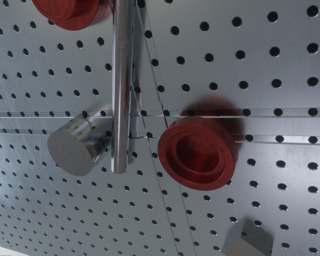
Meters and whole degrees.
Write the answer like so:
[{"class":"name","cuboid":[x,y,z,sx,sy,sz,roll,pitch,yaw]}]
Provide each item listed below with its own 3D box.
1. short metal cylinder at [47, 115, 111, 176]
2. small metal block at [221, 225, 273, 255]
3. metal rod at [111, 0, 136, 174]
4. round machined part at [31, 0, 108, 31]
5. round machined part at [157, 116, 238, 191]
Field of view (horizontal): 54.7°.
[{"class":"short metal cylinder","cuboid":[-0.124,0.027,0.477,0.080,0.050,0.079,13,124,21]},{"class":"small metal block","cuboid":[0.127,0.177,0.454,0.050,0.025,0.050,35,129,4]},{"class":"metal rod","cuboid":[-0.049,-0.059,0.400,0.025,0.025,0.298,19,126,17]},{"class":"round machined part","cuboid":[-0.113,-0.162,0.359,0.098,0.042,0.097,13,124,21]},{"class":"round machined part","cuboid":[0.050,0.028,0.391,0.098,0.042,0.097,13,124,21]}]
